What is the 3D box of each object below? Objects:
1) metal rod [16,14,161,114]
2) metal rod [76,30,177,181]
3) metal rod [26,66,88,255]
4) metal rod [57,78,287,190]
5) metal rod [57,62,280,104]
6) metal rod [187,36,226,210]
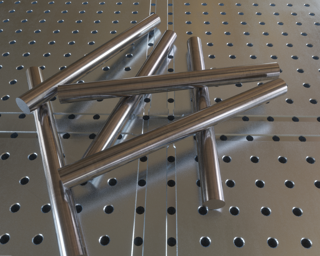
[{"bbox_3d":[-0.091,-0.114,0.485,0.025,0.025,0.301,27,49,21],"label":"metal rod"},{"bbox_3d":[-0.036,-0.053,0.452,0.025,0.025,0.301,16,52,13],"label":"metal rod"},{"bbox_3d":[-0.138,0.022,0.388,0.025,0.025,0.300,-17,52,-14],"label":"metal rod"},{"bbox_3d":[0.029,0.000,0.375,0.302,0.025,0.025,-23,54,-17],"label":"metal rod"},{"bbox_3d":[0.016,-0.063,0.426,0.302,0.025,0.025,-7,51,-6],"label":"metal rod"},{"bbox_3d":[0.059,-0.031,0.434,0.025,0.025,0.300,0,50,0],"label":"metal rod"}]
